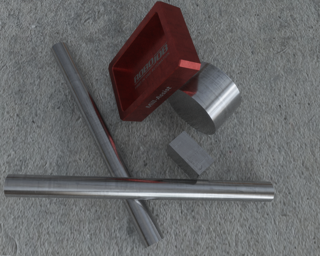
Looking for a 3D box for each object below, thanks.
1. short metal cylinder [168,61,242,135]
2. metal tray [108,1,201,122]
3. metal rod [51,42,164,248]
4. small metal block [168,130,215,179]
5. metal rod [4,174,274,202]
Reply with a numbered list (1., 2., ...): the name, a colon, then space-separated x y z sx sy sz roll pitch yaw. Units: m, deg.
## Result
1. short metal cylinder: 0.055 -0.037 0.393 0.080 0.080 0.050 41 75 13
2. metal tray: -0.014 -0.075 0.381 0.030 0.129 0.090 2 62 -38
3. metal rod: -0.076 0.009 0.404 0.025 0.025 0.299 -26 72 -9
4. small metal block: 0.037 0.036 0.382 0.025 0.050 0.050 -41 75 -13
5. metal rod: -0.015 0.070 0.357 0.302 0.025 0.025 3 70 -9
